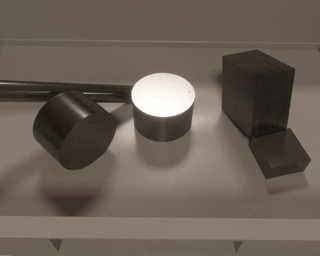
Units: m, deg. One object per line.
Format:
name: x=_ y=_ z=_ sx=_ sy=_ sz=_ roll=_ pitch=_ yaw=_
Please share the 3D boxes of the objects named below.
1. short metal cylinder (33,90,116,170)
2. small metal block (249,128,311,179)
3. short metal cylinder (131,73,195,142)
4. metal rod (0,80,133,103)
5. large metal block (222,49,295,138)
short metal cylinder: x=-0.099 y=0.003 z=0.366 sx=0.050 sy=0.080 sz=0.080 roll=36 pitch=58 yaw=26
small metal block: x=0.146 y=0.031 z=0.381 sx=0.050 sy=0.025 sz=0.050 roll=-10 pitch=51 yaw=-9
short metal cylinder: x=0.004 y=-0.028 z=0.412 sx=0.081 sy=0.050 sz=0.080 roll=0 pitch=50 yaw=0
metal rod: x=-0.157 y=-0.043 z=0.366 sx=0.303 sy=0.025 sz=0.025 roll=-2 pitch=46 yaw=-33
large metal block: x=0.120 y=-0.047 z=0.396 sx=0.050 sy=0.079 sz=0.080 roll=-13 pitch=32 yaw=-11
